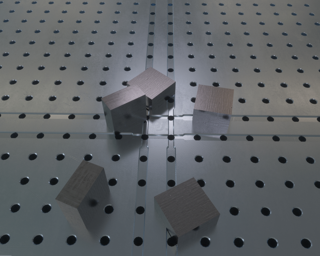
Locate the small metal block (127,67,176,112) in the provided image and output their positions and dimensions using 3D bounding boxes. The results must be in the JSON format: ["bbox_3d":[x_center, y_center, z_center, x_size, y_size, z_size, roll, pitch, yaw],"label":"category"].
[{"bbox_3d":[-0.013,-0.058,0.457,0.050,0.025,0.050,35,58,26],"label":"small metal block"}]

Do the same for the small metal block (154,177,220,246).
[{"bbox_3d":[0.028,0.089,0.333,0.050,0.025,0.050,-23,54,-18],"label":"small metal block"}]

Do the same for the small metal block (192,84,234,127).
[{"bbox_3d":[0.075,-0.032,0.435,0.050,0.025,0.050,10,51,8],"label":"small metal block"}]

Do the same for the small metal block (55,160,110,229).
[{"bbox_3d":[-0.080,0.071,0.332,0.025,0.050,0.050,18,53,15],"label":"small metal block"}]

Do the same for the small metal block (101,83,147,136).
[{"bbox_3d":[-0.046,-0.024,0.412,0.050,0.050,0.025,-27,55,-21],"label":"small metal block"}]
